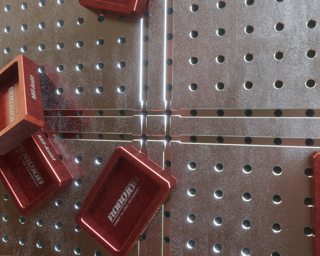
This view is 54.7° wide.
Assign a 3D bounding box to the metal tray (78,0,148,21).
[{"bbox_3d":[-0.053,-0.223,0.427,0.090,0.030,0.129,18,96,18],"label":"metal tray"}]

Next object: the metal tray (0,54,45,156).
[{"bbox_3d":[-0.219,-0.036,0.457,0.090,0.030,0.130,-32,55,16],"label":"metal tray"}]

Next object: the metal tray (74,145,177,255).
[{"bbox_3d":[-0.049,0.100,0.426,0.090,0.030,0.129,35,101,16],"label":"metal tray"}]

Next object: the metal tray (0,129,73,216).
[{"bbox_3d":[-0.205,0.057,0.480,0.090,0.030,0.130,-39,78,15],"label":"metal tray"}]

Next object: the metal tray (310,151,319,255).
[{"bbox_3d":[0.215,0.090,0.334,0.090,0.030,0.129,-2,89,19],"label":"metal tray"}]
